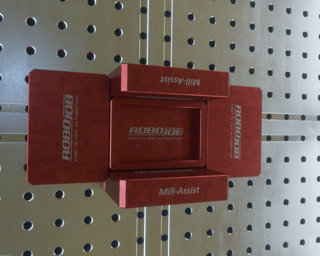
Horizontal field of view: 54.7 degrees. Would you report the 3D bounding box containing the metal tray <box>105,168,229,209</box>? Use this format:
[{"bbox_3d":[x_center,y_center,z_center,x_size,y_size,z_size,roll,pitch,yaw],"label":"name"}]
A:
[{"bbox_3d":[0.006,0.068,0.380,0.131,0.090,0.030,1,90,-20],"label":"metal tray"}]

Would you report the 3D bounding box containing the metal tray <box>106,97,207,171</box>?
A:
[{"bbox_3d":[-0.003,0.008,0.407,0.131,0.030,0.089,1,90,-21],"label":"metal tray"}]

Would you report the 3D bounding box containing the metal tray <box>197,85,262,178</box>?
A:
[{"bbox_3d":[0.101,0.005,0.447,0.091,0.030,0.129,1,90,-21],"label":"metal tray"}]

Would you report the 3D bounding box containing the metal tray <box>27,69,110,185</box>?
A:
[{"bbox_3d":[-0.108,-0.001,0.370,0.091,0.030,0.129,1,90,-21],"label":"metal tray"}]

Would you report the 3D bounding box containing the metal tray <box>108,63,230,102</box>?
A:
[{"bbox_3d":[0.007,-0.052,0.382,0.131,0.090,0.030,1,90,-20],"label":"metal tray"}]
